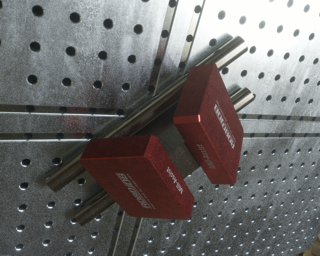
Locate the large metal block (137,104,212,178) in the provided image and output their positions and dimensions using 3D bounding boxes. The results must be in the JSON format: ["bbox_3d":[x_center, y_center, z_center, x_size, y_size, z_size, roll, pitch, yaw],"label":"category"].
[{"bbox_3d":[0.016,0.017,0.396,0.080,0.080,0.050,-36,130,-5],"label":"large metal block"}]

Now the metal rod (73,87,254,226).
[{"bbox_3d":[0.008,0.038,0.441,0.301,0.025,0.025,-36,130,-5],"label":"metal rod"}]

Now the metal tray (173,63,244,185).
[{"bbox_3d":[0.065,-0.001,0.377,0.130,0.030,0.090,56,42,-39],"label":"metal tray"}]

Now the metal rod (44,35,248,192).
[{"bbox_3d":[-0.014,-0.020,0.393,0.301,0.025,0.025,-37,130,-4],"label":"metal rod"}]

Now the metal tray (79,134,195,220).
[{"bbox_3d":[-0.023,0.063,0.369,0.090,0.030,0.130,-5,135,27],"label":"metal tray"}]
